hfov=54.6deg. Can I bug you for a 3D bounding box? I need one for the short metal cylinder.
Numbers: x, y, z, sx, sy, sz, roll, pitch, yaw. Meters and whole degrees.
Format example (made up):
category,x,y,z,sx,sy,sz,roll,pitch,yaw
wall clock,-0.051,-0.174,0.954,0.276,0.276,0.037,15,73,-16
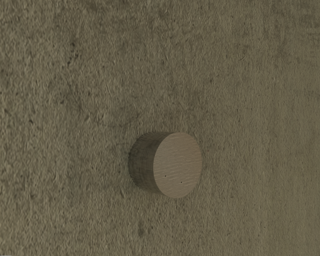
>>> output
category,x,y,z,sx,sy,sz,roll,pitch,yaw
short metal cylinder,0.007,0.045,0.394,0.081,0.050,0.080,0,90,-40
